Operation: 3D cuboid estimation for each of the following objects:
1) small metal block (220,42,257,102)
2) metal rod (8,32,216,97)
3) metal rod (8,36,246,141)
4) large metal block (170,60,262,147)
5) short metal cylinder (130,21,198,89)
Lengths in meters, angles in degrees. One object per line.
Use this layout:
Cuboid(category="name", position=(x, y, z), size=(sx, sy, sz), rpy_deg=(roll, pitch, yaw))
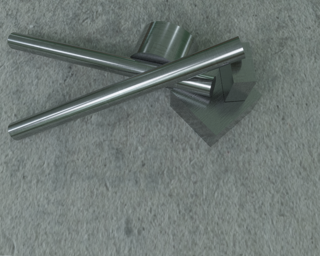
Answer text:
Cuboid(category="small metal block", position=(0.090, -0.065, 0.365), size=(0.025, 0.050, 0.050), rpy_deg=(-4, 70, -1))
Cuboid(category="metal rod", position=(-0.076, -0.089, 0.410), size=(0.301, 0.025, 0.025), rpy_deg=(16, 70, 17))
Cuboid(category="metal rod", position=(-0.051, -0.041, 0.367), size=(0.301, 0.025, 0.025), rpy_deg=(-18, 70, 15))
Cuboid(category="large metal block", position=(0.070, -0.035, 0.408), size=(0.080, 0.050, 0.080), rpy_deg=(-40, 75, -12))
Cuboid(category="short metal cylinder", position=(0.005, -0.096, 0.417), size=(0.080, 0.080, 0.050), rpy_deg=(20, 71, 6))
